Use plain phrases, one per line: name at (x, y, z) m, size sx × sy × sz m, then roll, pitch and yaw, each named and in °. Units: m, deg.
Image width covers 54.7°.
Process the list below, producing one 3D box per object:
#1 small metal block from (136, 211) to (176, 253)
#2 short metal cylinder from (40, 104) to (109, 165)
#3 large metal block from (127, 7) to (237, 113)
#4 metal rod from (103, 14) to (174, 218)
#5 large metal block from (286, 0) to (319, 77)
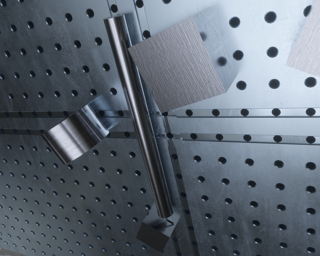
small metal block at (-0.008, 0.176, 0.523) m, size 0.050 × 0.025 × 0.050 m, roll 27°, pitch 128°, yaw 11°
short metal cylinder at (-0.121, 0.008, 0.442) m, size 0.080 × 0.080 × 0.050 m, roll -24°, pitch 105°, yaw 36°
large metal block at (0.026, -0.071, 0.336) m, size 0.080 × 0.050 × 0.080 m, roll -16°, pitch 110°, yaw 34°
metal rod at (-0.022, 0.002, 0.422) m, size 0.025 × 0.025 × 0.298 m, roll 1°, pitch 119°, yaw 27°
large metal block at (0.164, -0.082, 0.258) m, size 0.080 × 0.050 × 0.079 m, roll 23°, pitch 127°, yaw 13°
